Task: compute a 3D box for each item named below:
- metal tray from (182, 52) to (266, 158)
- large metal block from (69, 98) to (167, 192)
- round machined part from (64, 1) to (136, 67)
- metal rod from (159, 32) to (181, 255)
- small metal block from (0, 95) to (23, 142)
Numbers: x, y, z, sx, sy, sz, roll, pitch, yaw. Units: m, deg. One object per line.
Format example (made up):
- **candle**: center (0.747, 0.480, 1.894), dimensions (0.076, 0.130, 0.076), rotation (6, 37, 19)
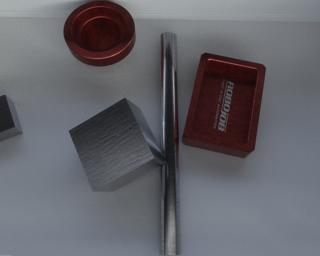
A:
- **metal tray**: center (0.087, -0.033, 0.419), dimensions (0.090, 0.030, 0.130), rotation (13, 70, 4)
- **large metal block**: center (-0.050, 0.023, 0.375), dimensions (0.080, 0.050, 0.080), rotation (-29, 72, 9)
- **round machined part**: center (-0.084, -0.131, 0.447), dimensions (0.099, 0.042, 0.098), rotation (0, 70, -1)
- **metal rod**: center (0.012, 0.005, 0.407), dimensions (0.025, 0.025, 0.299), rotation (0, 70, 0)
- **small metal block**: center (-0.218, -0.009, 0.410), dimensions (0.050, 0.025, 0.050), rotation (-22, 72, -8)
